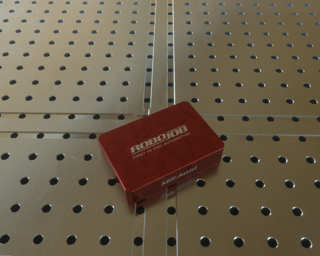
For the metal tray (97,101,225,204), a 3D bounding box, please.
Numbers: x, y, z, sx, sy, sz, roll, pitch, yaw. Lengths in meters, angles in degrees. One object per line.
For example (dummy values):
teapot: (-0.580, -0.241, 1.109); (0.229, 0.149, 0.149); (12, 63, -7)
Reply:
metal tray: (0.001, 0.025, 0.384); (0.131, 0.030, 0.090); (-23, 54, -18)
